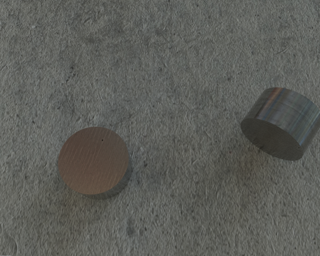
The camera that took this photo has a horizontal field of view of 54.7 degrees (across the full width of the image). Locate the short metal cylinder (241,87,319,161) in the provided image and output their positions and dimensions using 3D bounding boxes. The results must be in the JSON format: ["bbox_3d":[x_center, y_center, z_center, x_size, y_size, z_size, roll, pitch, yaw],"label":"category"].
[{"bbox_3d":[0.148,-0.004,0.381,0.080,0.080,0.050,35,74,12],"label":"short metal cylinder"}]

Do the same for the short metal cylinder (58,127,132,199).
[{"bbox_3d":[-0.076,0.044,0.378,0.081,0.050,0.080,0,70,0],"label":"short metal cylinder"}]
